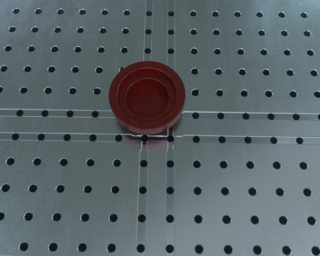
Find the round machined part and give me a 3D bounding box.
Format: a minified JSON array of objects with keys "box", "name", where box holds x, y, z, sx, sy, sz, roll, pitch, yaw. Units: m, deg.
[{"box":[-0.017,-0.037,0.416,0.099,0.042,0.098,0,70,0],"name":"round machined part"}]
